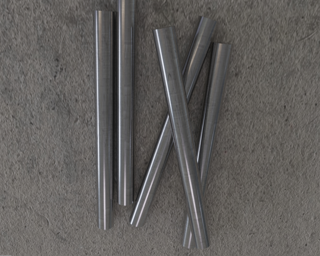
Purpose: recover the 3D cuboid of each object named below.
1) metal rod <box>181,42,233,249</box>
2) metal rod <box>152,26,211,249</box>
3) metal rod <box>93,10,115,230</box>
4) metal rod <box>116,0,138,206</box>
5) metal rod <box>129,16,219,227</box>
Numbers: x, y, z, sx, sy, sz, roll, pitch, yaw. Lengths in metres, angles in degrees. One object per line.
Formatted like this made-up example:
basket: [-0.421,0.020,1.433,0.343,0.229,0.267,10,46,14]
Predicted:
metal rod: [0.060,0.037,0.423,0.025,0.025,0.298,6,110,-2]
metal rod: [0.032,0.027,0.391,0.025,0.025,0.298,-10,110,4]
metal rod: [-0.073,0.004,0.410,0.025,0.025,0.298,3,110,-1]
metal rod: [-0.043,-0.035,0.396,0.025,0.025,0.298,2,110,-1]
metal rod: [0.011,0.005,0.411,0.025,0.025,0.298,17,109,-6]
